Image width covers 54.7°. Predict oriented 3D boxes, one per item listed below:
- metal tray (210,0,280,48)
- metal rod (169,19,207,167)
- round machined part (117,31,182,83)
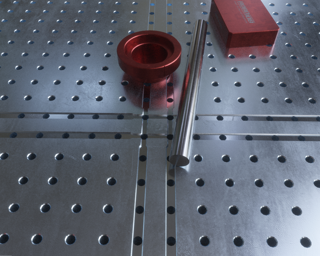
[{"bbox_3d":[0.153,-0.203,0.576,0.091,0.030,0.130,-6,50,-5],"label":"metal tray"},{"bbox_3d":[0.049,-0.074,0.469,0.025,0.025,0.300,8,50,6],"label":"metal rod"},{"bbox_3d":[-0.016,-0.108,0.487,0.099,0.042,0.098,0,50,0],"label":"round machined part"}]
